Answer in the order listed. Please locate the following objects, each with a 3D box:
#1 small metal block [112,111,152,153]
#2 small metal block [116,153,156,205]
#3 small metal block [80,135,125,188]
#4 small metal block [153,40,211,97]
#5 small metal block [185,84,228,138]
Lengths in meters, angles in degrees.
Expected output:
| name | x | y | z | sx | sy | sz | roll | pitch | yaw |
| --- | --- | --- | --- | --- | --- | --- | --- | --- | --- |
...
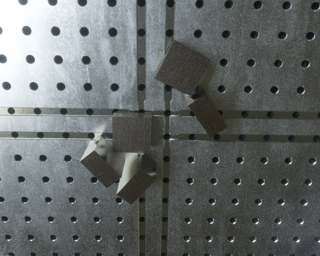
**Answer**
| name | x | y | z | sx | sy | sz | roll | pitch | yaw |
| --- | --- | --- | --- | --- | --- | --- | --- | --- | --- |
| small metal block | -0.037 | 0.005 | 0.415 | 0.050 | 0.025 | 0.050 | 2 | 110 | -1 |
| small metal block | -0.031 | 0.068 | 0.425 | 0.025 | 0.050 | 0.050 | 38 | 105 | -13 |
| small metal block | -0.075 | 0.044 | 0.415 | 0.025 | 0.050 | 0.050 | -38 | 106 | 12 |
| small metal block | 0.027 | -0.073 | 0.382 | 0.050 | 0.025 | 0.050 | 26 | 95 | -10 |
| small metal block | 0.058 | -0.023 | 0.393 | 0.025 | 0.050 | 0.050 | -33 | 108 | 11 |
